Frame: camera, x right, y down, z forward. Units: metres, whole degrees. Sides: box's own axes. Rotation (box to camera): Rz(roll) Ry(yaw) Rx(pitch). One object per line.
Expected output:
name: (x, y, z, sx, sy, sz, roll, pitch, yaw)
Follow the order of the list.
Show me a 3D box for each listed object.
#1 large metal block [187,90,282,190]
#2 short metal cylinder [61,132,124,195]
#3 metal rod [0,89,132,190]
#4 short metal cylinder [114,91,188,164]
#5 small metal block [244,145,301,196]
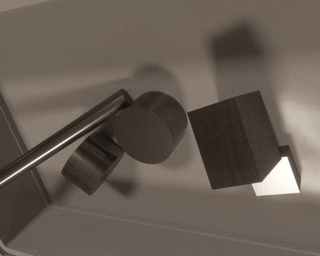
large metal block: (0.080, 0.010, 0.322, 0.050, 0.081, 0.080, -18, 90, 35)
short metal cylinder: (-0.097, 0.052, 0.454, 0.050, 0.080, 0.080, 37, 129, 3)
metal rod: (-0.168, 0.034, 0.443, 0.300, 0.025, 0.025, -31, 102, 14)
short metal cylinder: (-0.011, -0.001, 0.397, 0.080, 0.050, 0.079, 13, 124, 20)
small metal block: (0.134, 0.052, 0.369, 0.050, 0.025, 0.050, -14, 112, 33)
